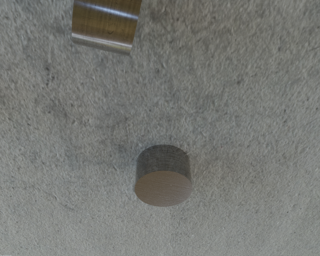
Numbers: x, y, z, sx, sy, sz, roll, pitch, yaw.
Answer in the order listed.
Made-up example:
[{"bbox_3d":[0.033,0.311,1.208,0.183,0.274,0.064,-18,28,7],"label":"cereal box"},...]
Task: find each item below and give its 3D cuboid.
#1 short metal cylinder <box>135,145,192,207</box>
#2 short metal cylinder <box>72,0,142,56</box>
[{"bbox_3d":[0.005,0.070,0.451,0.081,0.050,0.079,0,130,0],"label":"short metal cylinder"},{"bbox_3d":[-0.044,-0.110,0.277,0.050,0.080,0.079,11,129,-10],"label":"short metal cylinder"}]
